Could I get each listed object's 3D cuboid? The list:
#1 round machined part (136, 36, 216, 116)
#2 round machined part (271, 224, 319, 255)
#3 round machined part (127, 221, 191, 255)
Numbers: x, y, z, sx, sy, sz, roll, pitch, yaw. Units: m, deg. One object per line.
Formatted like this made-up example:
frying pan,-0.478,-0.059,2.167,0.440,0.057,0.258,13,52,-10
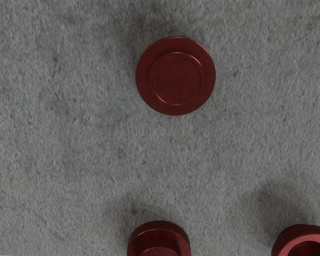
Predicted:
round machined part,0.019,-0.061,0.379,0.099,0.042,0.097,0,110,-1
round machined part,0.219,0.187,0.473,0.099,0.042,0.097,0,110,-1
round machined part,-0.001,0.195,0.473,0.099,0.042,0.097,0,110,-1
